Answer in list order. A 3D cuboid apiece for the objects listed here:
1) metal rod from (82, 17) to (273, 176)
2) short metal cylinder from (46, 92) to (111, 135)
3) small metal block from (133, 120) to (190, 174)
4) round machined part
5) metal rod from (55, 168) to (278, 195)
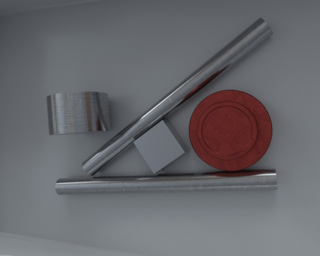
[{"bbox_3d":[0.012,-0.031,0.404,0.300,0.025,0.025,-38,78,15],"label":"metal rod"},{"bbox_3d":[-0.109,-0.018,0.417,0.080,0.080,0.050,-5,89,19],"label":"short metal cylinder"},{"bbox_3d":[0.002,0.024,0.407,0.050,0.025,0.050,-37,79,16],"label":"small metal block"},{"bbox_3d":[0.082,0.003,0.369,0.098,0.042,0.097,0,90,19],"label":"round machined part"},{"bbox_3d":[-0.006,0.073,0.410,0.301,0.025,0.025,-6,88,19],"label":"metal rod"}]
